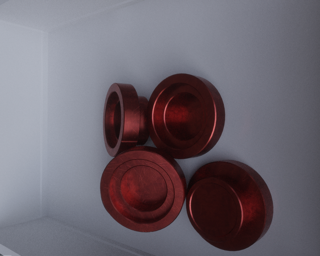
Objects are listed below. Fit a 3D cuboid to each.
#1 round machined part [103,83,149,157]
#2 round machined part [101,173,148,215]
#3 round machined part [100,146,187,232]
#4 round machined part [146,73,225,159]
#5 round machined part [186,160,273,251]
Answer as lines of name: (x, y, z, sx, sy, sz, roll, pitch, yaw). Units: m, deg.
round machined part: (-0.043, -0.010, 0.416, 0.098, 0.042, 0.097, -178, 90, -65)
round machined part: (-0.046, 0.089, 0.434, 0.098, 0.042, 0.097, 0, 90, 40)
round machined part: (-0.017, 0.069, 0.368, 0.098, 0.042, 0.097, 2, 99, 12)
round machined part: (0.034, -0.013, 0.368, 0.098, 0.042, 0.097, 0, 90, 40)
round machined part: (0.068, 0.085, 0.340, 0.098, 0.042, 0.097, 0, 90, 40)
